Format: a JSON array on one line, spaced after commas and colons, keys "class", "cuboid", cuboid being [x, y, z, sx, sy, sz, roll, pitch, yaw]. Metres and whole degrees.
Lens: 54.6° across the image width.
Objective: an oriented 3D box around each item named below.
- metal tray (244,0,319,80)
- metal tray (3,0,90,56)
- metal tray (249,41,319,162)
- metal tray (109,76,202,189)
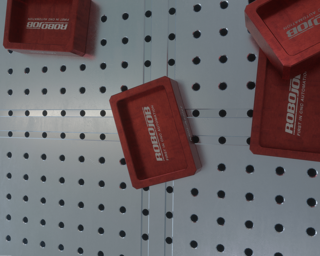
[{"class": "metal tray", "cuboid": [0.168, -0.120, 0.326, 0.130, 0.030, 0.090, -27, 65, 7]}, {"class": "metal tray", "cuboid": [-0.174, -0.160, 0.472, 0.130, 0.030, 0.090, 8, 93, 19]}, {"class": "metal tray", "cuboid": [0.156, -0.031, 0.354, 0.090, 0.030, 0.129, 6, 92, 20]}, {"class": "metal tray", "cuboid": [-0.007, 0.007, 0.412, 0.090, 0.030, 0.129, -18, 84, 19]}]
